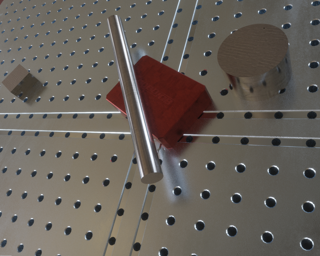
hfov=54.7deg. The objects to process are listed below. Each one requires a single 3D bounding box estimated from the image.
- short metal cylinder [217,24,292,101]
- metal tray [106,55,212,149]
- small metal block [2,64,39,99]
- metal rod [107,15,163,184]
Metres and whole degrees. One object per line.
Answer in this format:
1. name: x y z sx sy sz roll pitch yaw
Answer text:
1. short metal cylinder: 0.116 -0.080 0.380 0.080 0.050 0.080 -13 56 20
2. metal tray: -0.005 -0.041 0.432 0.090 0.030 0.130 -49 52 -7
3. small metal block: -0.273 -0.091 0.604 0.050 0.025 0.050 -49 52 -7
4. metal rod: -0.042 -0.061 0.426 0.025 0.025 0.299 -25 53 12
